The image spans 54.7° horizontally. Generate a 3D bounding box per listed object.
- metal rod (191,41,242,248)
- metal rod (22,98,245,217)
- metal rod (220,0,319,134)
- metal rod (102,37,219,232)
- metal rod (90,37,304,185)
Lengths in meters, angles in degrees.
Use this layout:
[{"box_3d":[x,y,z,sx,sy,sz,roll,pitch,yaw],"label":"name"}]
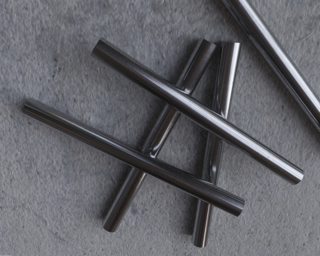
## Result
[{"box_3d":[0.073,0.035,0.423,0.025,0.025,0.298,4,110,-2],"label":"metal rod"},{"box_3d":[-0.033,0.038,0.398,0.301,0.025,0.025,26,108,0],"label":"metal rod"},{"box_3d":[0.161,-0.068,0.387,0.025,0.025,0.300,-40,106,13],"label":"metal rod"},{"box_3d":[-0.008,0.021,0.417,0.025,0.025,0.298,25,108,-9],"label":"metal rod"},{"box_3d":[0.054,-0.014,0.377,0.301,0.025,0.025,32,107,-12],"label":"metal rod"}]
